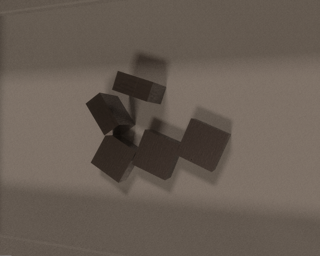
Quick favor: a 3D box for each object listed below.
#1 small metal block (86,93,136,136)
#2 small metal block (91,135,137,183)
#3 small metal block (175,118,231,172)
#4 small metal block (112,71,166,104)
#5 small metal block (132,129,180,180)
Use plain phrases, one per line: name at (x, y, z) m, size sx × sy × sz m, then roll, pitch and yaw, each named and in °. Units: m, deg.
small metal block at (-0.066, -0.018, 0.419) m, size 0.025 × 0.050 × 0.050 m, roll -35°, pitch 79°, yaw 16°
small metal block at (-0.060, 0.040, 0.430) m, size 0.050 × 0.025 × 0.050 m, roll 33°, pitch 100°, yaw 16°
small metal block at (0.055, 0.021, 0.391) m, size 0.050 × 0.025 × 0.050 m, roll 25°, pitch 98°, yaw 18°
small metal block at (-0.026, -0.052, 0.405) m, size 0.050 × 0.050 × 0.025 m, roll 20°, pitch 97°, yaw 18°
small metal block at (-0.002, 0.034, 0.411) m, size 0.050 × 0.025 × 0.050 m, roll 24°, pitch 98°, yaw 18°
